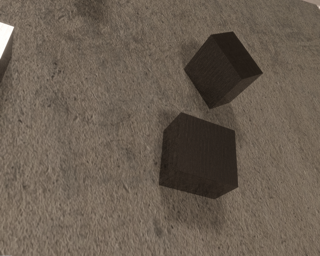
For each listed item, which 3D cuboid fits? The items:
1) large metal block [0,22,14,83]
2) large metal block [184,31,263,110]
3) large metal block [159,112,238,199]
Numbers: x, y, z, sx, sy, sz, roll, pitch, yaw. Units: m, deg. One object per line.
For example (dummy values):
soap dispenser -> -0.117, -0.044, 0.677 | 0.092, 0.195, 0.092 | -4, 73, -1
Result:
large metal block -> -0.208, -0.075, 0.322 | 0.081, 0.050, 0.080 | 16, 55, -20
large metal block -> 0.094, -0.087, 0.475 | 0.050, 0.080, 0.080 | -20, 73, -36
large metal block -> 0.049, 0.037, 0.393 | 0.081, 0.050, 0.080 | 18, 55, -18
